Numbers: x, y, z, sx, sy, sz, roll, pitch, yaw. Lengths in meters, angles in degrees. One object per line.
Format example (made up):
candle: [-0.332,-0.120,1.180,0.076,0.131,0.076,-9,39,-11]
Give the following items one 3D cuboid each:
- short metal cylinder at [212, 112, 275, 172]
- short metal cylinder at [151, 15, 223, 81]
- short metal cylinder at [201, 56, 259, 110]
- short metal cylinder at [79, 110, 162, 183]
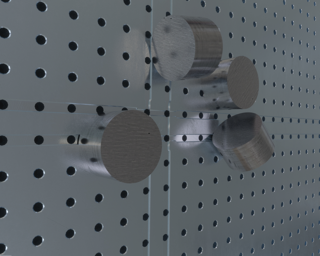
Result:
short metal cylinder: [0.129,0.021,0.481,0.080,0.080,0.050,-52,121,-27]
short metal cylinder: [0.033,-0.103,0.401,0.050,0.080,0.079,-13,99,-39]
short metal cylinder: [0.110,-0.068,0.485,0.081,0.050,0.079,0,90,-40]
short metal cylinder: [-0.045,0.020,0.355,0.081,0.050,0.079,0,90,-40]
